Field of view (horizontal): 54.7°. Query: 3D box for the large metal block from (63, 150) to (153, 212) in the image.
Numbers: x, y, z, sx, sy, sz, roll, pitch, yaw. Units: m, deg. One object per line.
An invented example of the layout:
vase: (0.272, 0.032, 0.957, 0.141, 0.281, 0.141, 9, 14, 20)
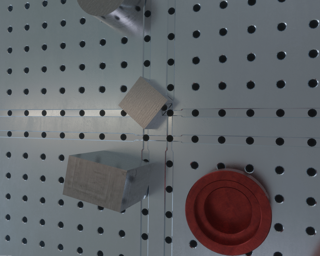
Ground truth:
large metal block: (-0.065, 0.065, 0.406, 0.080, 0.080, 0.050, 12, 94, 19)

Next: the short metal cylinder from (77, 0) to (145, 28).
short metal cylinder: (-0.067, -0.184, 0.423, 0.080, 0.050, 0.080, 0, 90, 20)

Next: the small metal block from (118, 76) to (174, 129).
small metal block: (-0.019, -0.033, 0.419, 0.050, 0.025, 0.050, 42, 103, 15)

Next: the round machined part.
round machined part: (0.083, 0.097, 0.374, 0.098, 0.042, 0.097, 0, 90, 20)
